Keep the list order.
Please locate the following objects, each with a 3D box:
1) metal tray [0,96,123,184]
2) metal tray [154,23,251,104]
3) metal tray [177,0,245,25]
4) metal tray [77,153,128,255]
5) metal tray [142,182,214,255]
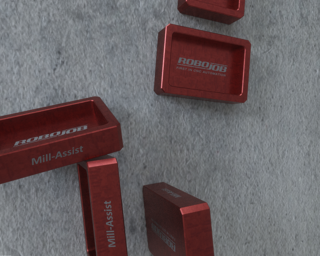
[{"bbox_3d":[-0.115,0.007,0.330,0.131,0.090,0.030,-15,120,-20],"label":"metal tray"},{"bbox_3d":[0.061,-0.085,0.429,0.131,0.030,0.089,5,88,-20],"label":"metal tray"},{"bbox_3d":[0.076,-0.221,0.435,0.091,0.030,0.129,5,88,-20],"label":"metal tray"},{"bbox_3d":[-0.067,0.096,0.349,0.030,0.090,0.129,-7,93,-22],"label":"metal tray"},{"bbox_3d":[0.017,0.120,0.361,0.030,0.130,0.089,-6,93,-20],"label":"metal tray"}]
